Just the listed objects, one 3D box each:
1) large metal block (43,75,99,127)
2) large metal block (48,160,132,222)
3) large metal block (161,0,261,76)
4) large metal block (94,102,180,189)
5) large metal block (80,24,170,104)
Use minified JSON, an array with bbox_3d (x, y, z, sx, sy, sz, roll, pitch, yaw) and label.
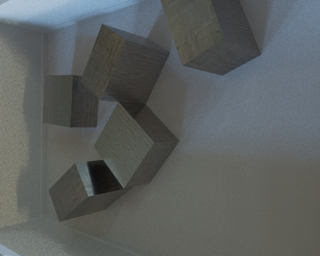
[{"bbox_3d":[-0.148,-0.044,0.513,0.080,0.050,0.079,7,95,39],"label":"large metal block"},{"bbox_3d":[-0.101,0.089,0.455,0.080,0.081,0.050,-42,65,32],"label":"large metal block"},{"bbox_3d":[0.054,-0.107,0.326,0.050,0.081,0.080,-27,73,37],"label":"large metal block"},{"bbox_3d":[-0.034,0.021,0.419,0.080,0.050,0.080,48,118,29],"label":"large metal block"},{"bbox_3d":[-0.045,-0.080,0.409,0.050,0.081,0.079,41,115,32],"label":"large metal block"}]
